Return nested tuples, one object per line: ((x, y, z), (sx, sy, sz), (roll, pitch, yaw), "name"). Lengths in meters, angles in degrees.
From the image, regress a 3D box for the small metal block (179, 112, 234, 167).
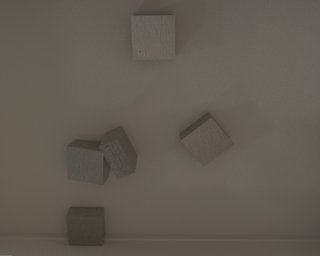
((0.062, 0.015, 0.417), (0.050, 0.025, 0.050), (-38, 106, 12), "small metal block")

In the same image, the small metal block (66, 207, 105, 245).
((-0.110, 0.147, 0.464), (0.050, 0.025, 0.050), (1, 110, -1), "small metal block")

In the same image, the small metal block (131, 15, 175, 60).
((-0.008, -0.109, 0.371), (0.050, 0.025, 0.050), (-1, 110, 0), "small metal block")

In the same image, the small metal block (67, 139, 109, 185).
((-0.097, 0.046, 0.423), (0.050, 0.025, 0.050), (8, 111, 7), "small metal block")

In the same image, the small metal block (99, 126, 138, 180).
((-0.053, 0.031, 0.409), (0.025, 0.050, 0.050), (-23, 109, 8), "small metal block")
